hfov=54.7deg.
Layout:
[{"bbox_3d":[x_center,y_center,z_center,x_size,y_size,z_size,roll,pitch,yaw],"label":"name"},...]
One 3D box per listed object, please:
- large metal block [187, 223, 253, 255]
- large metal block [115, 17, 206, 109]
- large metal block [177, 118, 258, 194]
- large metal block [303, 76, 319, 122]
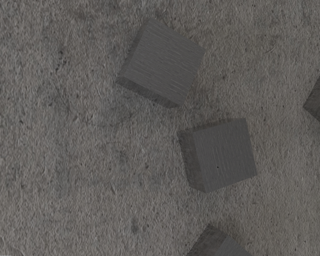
[{"bbox_3d":[0.083,0.195,0.427,0.080,0.050,0.080,43,77,-15],"label":"large metal block"},{"bbox_3d":[0.000,-0.079,0.395,0.080,0.050,0.080,25,82,-18],"label":"large metal block"},{"bbox_3d":[0.077,0.034,0.424,0.081,0.050,0.080,-15,95,-20],"label":"large metal block"},{"bbox_3d":[0.295,-0.045,0.504,0.080,0.050,0.080,36,79,-17],"label":"large metal block"}]
